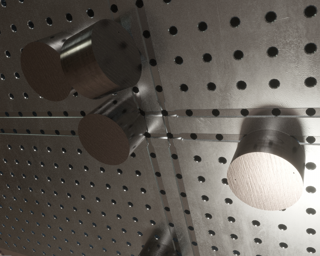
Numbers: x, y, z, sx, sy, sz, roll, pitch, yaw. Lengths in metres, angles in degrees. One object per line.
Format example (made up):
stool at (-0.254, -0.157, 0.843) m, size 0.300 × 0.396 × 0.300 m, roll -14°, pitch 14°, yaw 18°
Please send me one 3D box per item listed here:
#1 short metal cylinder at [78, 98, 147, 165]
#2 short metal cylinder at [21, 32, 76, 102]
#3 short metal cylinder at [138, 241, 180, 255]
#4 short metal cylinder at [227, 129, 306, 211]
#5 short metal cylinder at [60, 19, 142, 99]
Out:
short metal cylinder at (-0.065, 0.005, 0.431) m, size 0.080 × 0.050 × 0.079 m, roll 13°, pitch 124°, yaw 20°
short metal cylinder at (-0.135, -0.082, 0.413) m, size 0.080 × 0.050 × 0.079 m, roll 13°, pitch 124°, yaw 20°
short metal cylinder at (-0.005, 0.251, 0.551) m, size 0.080 × 0.050 × 0.079 m, roll 13°, pitch 124°, yaw 20°
short metal cylinder at (0.124, 0.048, 0.359) m, size 0.080 × 0.050 × 0.079 m, roll 13°, pitch 124°, yaw 20°
short metal cylinder at (-0.066, -0.078, 0.361) m, size 0.050 × 0.080 × 0.080 m, roll -15°, pitch 111°, yaw 34°
